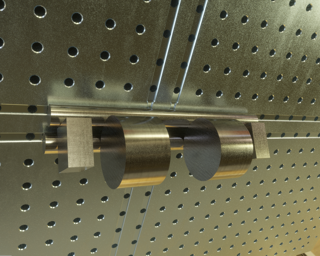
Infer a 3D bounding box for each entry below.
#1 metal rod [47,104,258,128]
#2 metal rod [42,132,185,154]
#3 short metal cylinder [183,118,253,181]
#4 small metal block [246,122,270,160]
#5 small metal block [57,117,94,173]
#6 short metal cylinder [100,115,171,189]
[{"bbox_3d":[0.012,-0.012,0.410,0.303,0.025,0.025,1,118,-29],"label":"metal rod"},{"bbox_3d":[0.001,0.018,0.423,0.303,0.025,0.025,1,118,-29],"label":"metal rod"},{"bbox_3d":[0.073,0.027,0.404,0.050,0.080,0.079,1,118,-29],"label":"short metal cylinder"},{"bbox_3d":[0.127,0.022,0.449,0.025,0.050,0.050,1,77,-28],"label":"small metal block"},{"bbox_3d":[-0.091,0.020,0.329,0.025,0.050,0.050,1,76,-29],"label":"small metal block"},{"bbox_3d":[-0.030,0.026,0.347,0.050,0.080,0.079,1,118,-29],"label":"short metal cylinder"}]
